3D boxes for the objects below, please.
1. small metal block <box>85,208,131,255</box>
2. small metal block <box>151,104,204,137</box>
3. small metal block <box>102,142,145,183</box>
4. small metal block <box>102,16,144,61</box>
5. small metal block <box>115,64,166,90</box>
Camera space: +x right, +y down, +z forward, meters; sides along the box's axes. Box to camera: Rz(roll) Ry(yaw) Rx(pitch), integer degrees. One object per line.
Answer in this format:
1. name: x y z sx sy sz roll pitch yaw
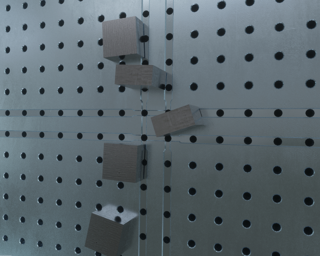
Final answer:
1. small metal block: -0.073 0.148 0.437 0.050 0.025 0.050 14 95 19
2. small metal block: 0.023 -0.008 0.390 0.050 0.050 0.025 -18 84 19
3. small metal block: -0.050 0.047 0.429 0.050 0.025 0.050 3 91 19
4. small metal block: -0.051 -0.123 0.429 0.050 0.025 0.050 -2 89 19
5. small metal block: -0.024 -0.066 0.407 0.050 0.050 0.025 5 92 19
